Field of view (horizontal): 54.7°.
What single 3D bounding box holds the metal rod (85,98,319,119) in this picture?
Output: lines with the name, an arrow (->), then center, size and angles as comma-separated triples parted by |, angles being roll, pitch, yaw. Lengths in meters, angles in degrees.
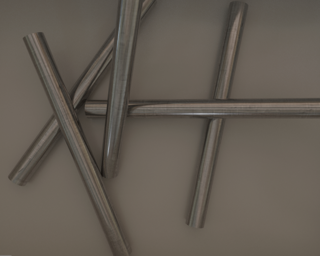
metal rod -> 0.054, -0.024, 0.389 | 0.302, 0.025, 0.025 | 0, 90, 8

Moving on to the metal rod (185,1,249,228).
metal rod -> 0.076, -0.017, 0.412 | 0.025, 0.025, 0.298 | 11, 90, -1

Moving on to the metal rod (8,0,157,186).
metal rod -> -0.101, -0.052, 0.410 | 0.025, 0.025, 0.299 | 36, 90, -1

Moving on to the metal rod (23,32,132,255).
metal rod -> -0.100, 0.029, 0.391 | 0.025, 0.025, 0.298 | -20, 98, 0

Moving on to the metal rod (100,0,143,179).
metal rod -> -0.042, -0.071, 0.347 | 0.025, 0.025, 0.298 | 11, 116, -1
